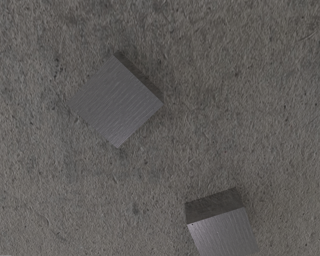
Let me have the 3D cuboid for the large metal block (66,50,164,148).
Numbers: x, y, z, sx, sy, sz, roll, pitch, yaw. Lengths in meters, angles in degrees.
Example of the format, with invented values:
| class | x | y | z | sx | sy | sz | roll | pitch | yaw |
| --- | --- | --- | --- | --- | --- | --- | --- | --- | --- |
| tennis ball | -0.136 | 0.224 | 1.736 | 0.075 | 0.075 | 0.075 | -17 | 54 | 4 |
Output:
| class | x | y | z | sx | sy | sz | roll | pitch | yaw |
| --- | --- | --- | --- | --- | --- | --- | --- | --- | --- |
| large metal block | -0.052 | -0.037 | 0.382 | 0.080 | 0.050 | 0.080 | -43 | 105 | 14 |

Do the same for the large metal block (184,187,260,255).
| class | x | y | z | sx | sy | sz | roll | pitch | yaw |
| --- | --- | --- | --- | --- | --- | --- | --- | --- | --- |
| large metal block | 0.088 | 0.144 | 0.450 | 0.080 | 0.050 | 0.080 | -20 | 109 | 7 |
